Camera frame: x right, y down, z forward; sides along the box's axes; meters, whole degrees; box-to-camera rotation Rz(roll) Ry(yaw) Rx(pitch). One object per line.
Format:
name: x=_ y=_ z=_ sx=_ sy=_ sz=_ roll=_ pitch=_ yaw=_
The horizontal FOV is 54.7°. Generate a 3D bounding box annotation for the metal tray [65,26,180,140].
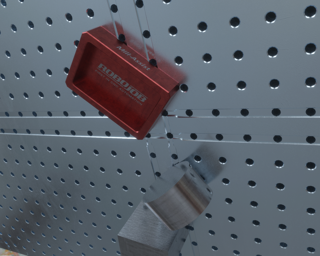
metal tray: x=-0.052 y=-0.055 z=0.399 sx=0.130 sy=0.030 sz=0.089 roll=37 pitch=129 yaw=3

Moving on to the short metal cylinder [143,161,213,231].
short metal cylinder: x=0.024 y=0.090 z=0.418 sx=0.080 sy=0.080 sz=0.050 roll=-34 pitch=100 yaw=38

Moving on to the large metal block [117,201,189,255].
large metal block: x=-0.007 y=0.165 z=0.480 sx=0.080 sy=0.080 sz=0.050 roll=10 pitch=123 yaw=22
